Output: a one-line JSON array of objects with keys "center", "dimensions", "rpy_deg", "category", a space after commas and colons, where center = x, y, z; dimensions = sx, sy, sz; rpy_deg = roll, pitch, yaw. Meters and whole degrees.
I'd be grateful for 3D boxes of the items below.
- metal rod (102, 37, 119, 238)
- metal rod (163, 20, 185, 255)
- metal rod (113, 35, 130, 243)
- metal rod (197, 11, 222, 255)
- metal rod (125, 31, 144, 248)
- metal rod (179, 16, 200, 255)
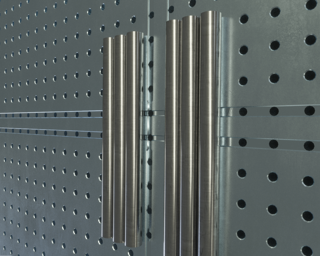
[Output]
[{"center": [-0.075, 0.015, 0.472], "dimensions": [0.025, 0.025, 0.298], "rpy_deg": [1, 91, 40], "category": "metal rod"}, {"center": [0.018, 0.016, 0.395], "dimensions": [0.025, 0.025, 0.298], "rpy_deg": [1, 91, 40], "category": "metal rod"}, {"center": [-0.055, 0.016, 0.456], "dimensions": [0.025, 0.025, 0.298], "rpy_deg": [1, 91, 40], "category": "metal rod"}, {"center": [0.058, 0.017, 0.362], "dimensions": [0.025, 0.025, 0.298], "rpy_deg": [1, 91, 40], "category": "metal rod"}, {"center": [-0.036, 0.016, 0.440], "dimensions": [0.025, 0.025, 0.298], "rpy_deg": [1, 91, 40], "category": "metal rod"}, {"center": [0.037, 0.017, 0.379], "dimensions": [0.025, 0.025, 0.298], "rpy_deg": [1, 91, 40], "category": "metal rod"}]
